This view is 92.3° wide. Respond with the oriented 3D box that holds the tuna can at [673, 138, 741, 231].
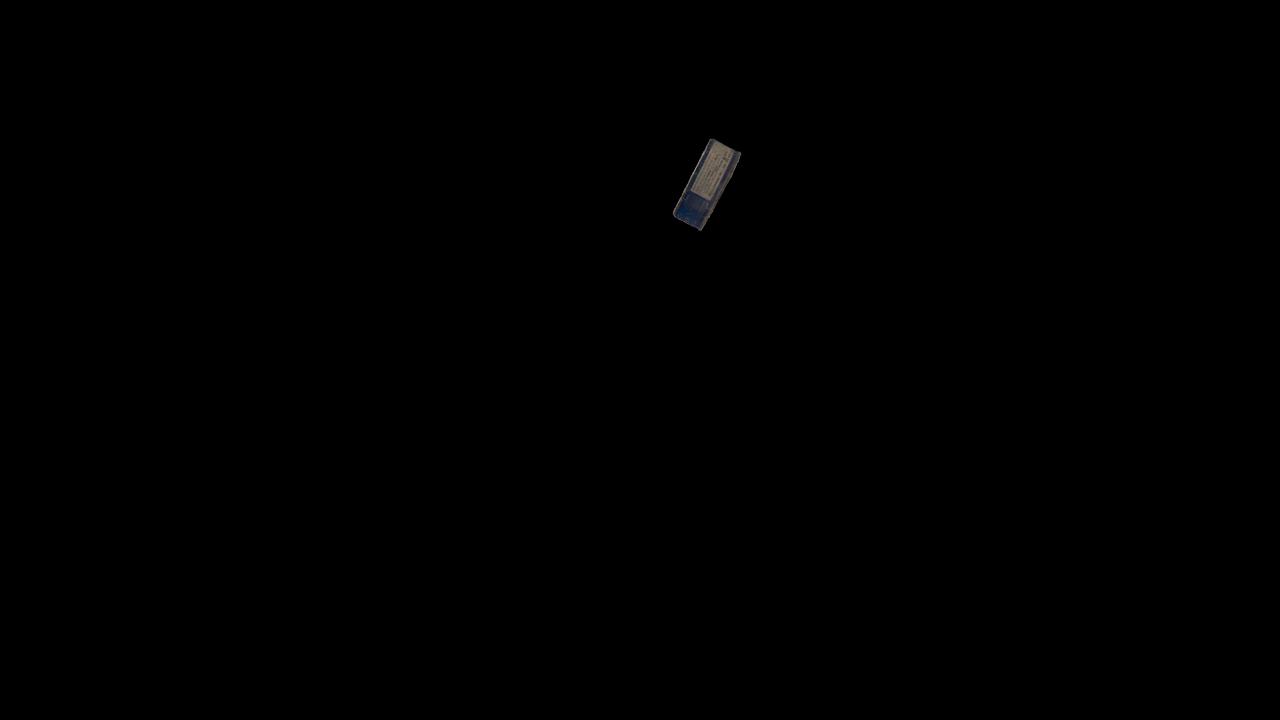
[{"bbox_3d":[0.065,-0.172,0.606,0.034,0.084,0.084,27,-2,-3],"label":"tuna can"}]
